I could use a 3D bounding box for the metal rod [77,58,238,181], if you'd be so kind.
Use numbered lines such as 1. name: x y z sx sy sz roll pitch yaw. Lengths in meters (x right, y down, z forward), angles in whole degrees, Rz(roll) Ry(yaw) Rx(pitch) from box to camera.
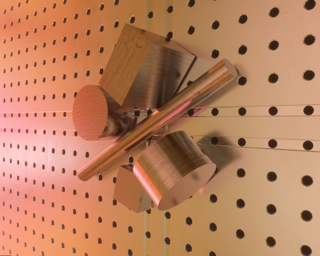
1. metal rod: -0.024 0.005 0.424 0.299 0.025 0.025 -35 69 34

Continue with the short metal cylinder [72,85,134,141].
1. short metal cylinder: -0.084 -0.022 0.458 0.080 0.050 0.079 0 90 40

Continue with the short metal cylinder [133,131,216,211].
1. short metal cylinder: 0.017 0.049 0.355 0.050 0.081 0.080 51 120 27

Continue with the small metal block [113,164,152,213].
1. small metal block: -0.036 0.083 0.434 0.050 0.025 0.050 20 102 38

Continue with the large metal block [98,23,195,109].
1. large metal block: -0.016 -0.072 0.382 0.050 0.081 0.080 44 116 31
